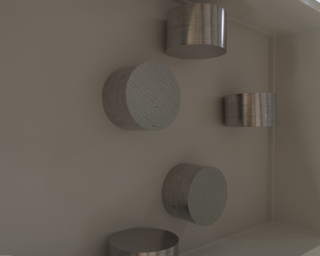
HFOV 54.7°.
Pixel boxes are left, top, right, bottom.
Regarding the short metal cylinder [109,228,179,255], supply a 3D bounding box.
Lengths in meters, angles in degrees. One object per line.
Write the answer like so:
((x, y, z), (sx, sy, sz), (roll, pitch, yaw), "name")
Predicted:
((-0.019, 0.153, 0.357), (0.081, 0.080, 0.050), (1, 90, -40), "short metal cylinder")

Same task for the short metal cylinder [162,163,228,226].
((0.049, 0.091, 0.434), (0.081, 0.050, 0.079), (0, 90, -40), "short metal cylinder")

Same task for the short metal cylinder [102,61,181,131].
((-0.022, -0.037, 0.374), (0.081, 0.050, 0.079), (0, 90, -40), "short metal cylinder")

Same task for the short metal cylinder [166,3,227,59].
((0.049, -0.126, 0.413), (0.081, 0.080, 0.050), (1, 89, -40), "short metal cylinder")

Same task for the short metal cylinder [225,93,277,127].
((0.144, -0.028, 0.494), (0.081, 0.080, 0.050), (-3, 92, -40), "short metal cylinder")
